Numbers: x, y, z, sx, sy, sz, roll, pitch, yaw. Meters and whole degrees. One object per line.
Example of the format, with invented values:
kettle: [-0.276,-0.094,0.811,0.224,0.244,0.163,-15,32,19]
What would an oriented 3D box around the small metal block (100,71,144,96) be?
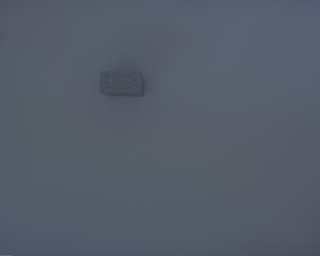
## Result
small metal block: [-0.047,-0.056,0.399,0.050,0.050,0.025,1,90,0]
